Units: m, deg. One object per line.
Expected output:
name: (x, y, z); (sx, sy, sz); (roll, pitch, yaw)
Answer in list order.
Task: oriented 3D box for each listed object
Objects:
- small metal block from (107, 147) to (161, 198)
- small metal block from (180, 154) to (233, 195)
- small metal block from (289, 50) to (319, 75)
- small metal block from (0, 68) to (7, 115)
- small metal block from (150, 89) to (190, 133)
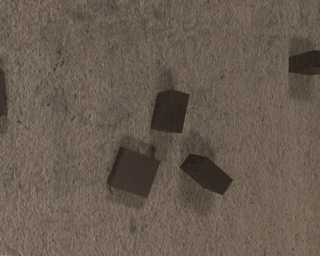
small metal block: (-0.034, 0.056, 0.398); (0.050, 0.025, 0.050); (22, 83, -19)
small metal block: (0.062, 0.062, 0.420); (0.050, 0.050, 0.025); (41, 77, -16)
small metal block: (0.241, -0.101, 0.487); (0.050, 0.050, 0.025); (3, 89, -20)
small metal block: (-0.197, -0.038, 0.336); (0.050, 0.025, 0.050); (-4, 92, -20)
small metal block: (0.012, -0.020, 0.401); (0.025, 0.050, 0.050); (13, 86, -20)
